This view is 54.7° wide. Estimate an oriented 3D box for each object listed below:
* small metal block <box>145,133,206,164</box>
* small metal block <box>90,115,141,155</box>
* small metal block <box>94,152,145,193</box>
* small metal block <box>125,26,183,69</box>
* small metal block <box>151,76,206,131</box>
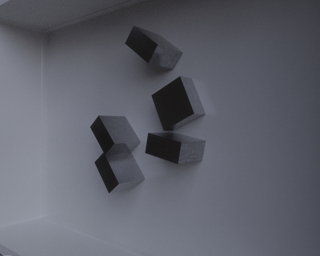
[{"bbox_3d":[0.019,0.023,0.375,0.050,0.050,0.025,15,100,39],"label":"small metal block"},{"bbox_3d":[-0.063,0.010,0.443,0.025,0.050,0.050,-48,62,29],"label":"small metal block"},{"bbox_3d":[-0.056,0.060,0.437,0.025,0.050,0.050,-45,63,31],"label":"small metal block"},{"bbox_3d":[-0.007,-0.102,0.397,0.050,0.050,0.025,45,117,30],"label":"small metal block"},{"bbox_3d":[0.022,-0.030,0.388,0.050,0.025,0.050,-30,72,36],"label":"small metal block"}]
